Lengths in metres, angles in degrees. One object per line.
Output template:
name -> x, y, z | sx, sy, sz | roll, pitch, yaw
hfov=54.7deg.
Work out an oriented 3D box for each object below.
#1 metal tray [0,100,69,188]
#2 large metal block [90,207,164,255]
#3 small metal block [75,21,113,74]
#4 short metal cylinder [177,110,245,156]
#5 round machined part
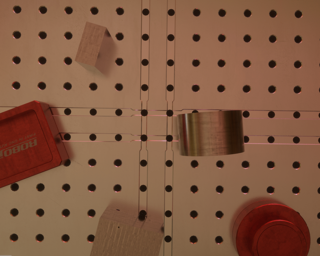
metal tray -> -0.200, 0.028, 0.409 | 0.131, 0.030, 0.090 | -21, 90, 0
large metal block -> -0.044, 0.157, 0.400 | 0.080, 0.050, 0.080 | 14, 90, 0
small metal block -> -0.084, -0.102, 0.400 | 0.025, 0.050, 0.050 | 17, 90, 0
short metal cylinder -> 0.063, 0.006, 0.386 | 0.080, 0.080, 0.050 | -4, 90, 0
round machined part -> 0.149, 0.148, 0.406 | 0.099, 0.042, 0.097 | 0, 90, 0
